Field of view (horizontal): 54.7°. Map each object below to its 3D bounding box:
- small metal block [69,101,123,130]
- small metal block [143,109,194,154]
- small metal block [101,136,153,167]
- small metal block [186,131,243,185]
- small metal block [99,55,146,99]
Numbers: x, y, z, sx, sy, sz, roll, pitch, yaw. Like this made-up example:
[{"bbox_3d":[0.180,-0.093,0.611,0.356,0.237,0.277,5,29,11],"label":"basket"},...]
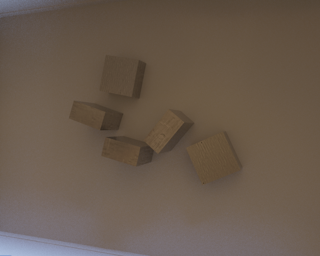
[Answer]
[{"bbox_3d":[-0.087,-0.017,0.428,0.050,0.050,0.025,20,97,19],"label":"small metal block"},{"bbox_3d":[0.013,0.004,0.393,0.025,0.050,0.050,42,103,15],"label":"small metal block"},{"bbox_3d":[-0.041,0.029,0.412,0.050,0.050,0.025,14,95,19],"label":"small metal block"},{"bbox_3d":[0.068,0.037,0.386,0.050,0.025,0.050,-26,82,18],"label":"small metal block"},{"bbox_3d":[-0.051,-0.071,0.429,0.050,0.025,0.050,13,94,19],"label":"small metal block"}]
